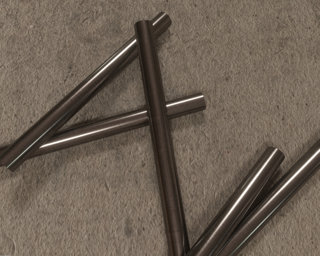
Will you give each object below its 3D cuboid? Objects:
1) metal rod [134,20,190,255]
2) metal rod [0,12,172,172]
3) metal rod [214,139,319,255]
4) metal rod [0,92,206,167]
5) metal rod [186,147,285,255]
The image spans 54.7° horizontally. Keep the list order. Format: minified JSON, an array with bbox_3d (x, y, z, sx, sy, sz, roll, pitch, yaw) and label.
[{"bbox_3d":[0.001,0.007,0.383,0.025,0.025,0.299,-8,79,-3],"label":"metal rod"},{"bbox_3d":[-0.086,-0.061,0.413,0.025,0.025,0.301,37,68,12],"label":"metal rod"},{"bbox_3d":[0.122,0.102,0.372,0.301,0.025,0.025,-40,75,-14],"label":"metal rod"},{"bbox_3d":[-0.086,0.004,0.405,0.302,0.025,0.025,-16,71,-6],"label":"metal rod"},{"bbox_3d":[0.051,0.132,0.341,0.025,0.025,0.301,39,67,13],"label":"metal rod"}]
